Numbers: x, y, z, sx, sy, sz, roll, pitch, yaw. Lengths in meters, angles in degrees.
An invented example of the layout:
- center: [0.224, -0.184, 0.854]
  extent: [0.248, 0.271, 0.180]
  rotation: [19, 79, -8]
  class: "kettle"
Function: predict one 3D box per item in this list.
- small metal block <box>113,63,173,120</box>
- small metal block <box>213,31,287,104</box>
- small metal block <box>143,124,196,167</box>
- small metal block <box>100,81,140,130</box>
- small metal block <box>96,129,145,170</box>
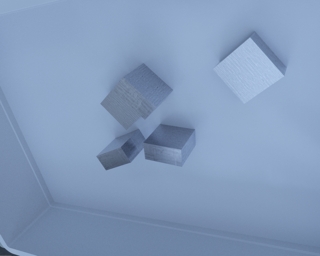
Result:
- center: [-0.019, -0.045, 0.375]
  extent: [0.050, 0.050, 0.025]
  rotation: [42, 129, -1]
  class: "small metal block"
- center: [0.093, -0.062, 0.321]
  extent: [0.050, 0.025, 0.050]
  rotation: [47, 129, -5]
  class: "small metal block"
- center: [0.013, 0.021, 0.398]
  extent: [0.050, 0.050, 0.025]
  rotation: [9, 122, 23]
  class: "small metal block"
- center: [-0.043, -0.033, 0.411]
  extent: [0.050, 0.025, 0.050]
  rotation: [46, 129, -4]
  class: "small metal block"
- center: [-0.053, 0.031, 0.440]
  extent: [0.050, 0.050, 0.025]
  rotation: [-21, 107, 36]
  class: "small metal block"
